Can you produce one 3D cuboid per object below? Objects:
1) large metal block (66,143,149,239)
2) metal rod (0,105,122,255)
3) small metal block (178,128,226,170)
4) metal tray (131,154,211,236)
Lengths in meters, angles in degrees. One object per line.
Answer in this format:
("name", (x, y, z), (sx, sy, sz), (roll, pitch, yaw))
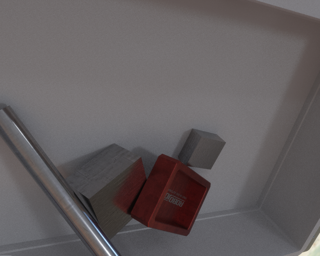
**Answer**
("large metal block", (-0.062, 0.080, 0.392), (0.080, 0.050, 0.080), (-38, 134, -33))
("metal rod", (-0.087, 0.107, 0.348), (0.025, 0.025, 0.299), (-34, 104, -7))
("small metal block", (0.063, 0.032, 0.465), (0.050, 0.025, 0.050), (13, 112, -34))
("metal tray", (0.022, 0.100, 0.440), (0.130, 0.030, 0.090), (40, 73, -54))
